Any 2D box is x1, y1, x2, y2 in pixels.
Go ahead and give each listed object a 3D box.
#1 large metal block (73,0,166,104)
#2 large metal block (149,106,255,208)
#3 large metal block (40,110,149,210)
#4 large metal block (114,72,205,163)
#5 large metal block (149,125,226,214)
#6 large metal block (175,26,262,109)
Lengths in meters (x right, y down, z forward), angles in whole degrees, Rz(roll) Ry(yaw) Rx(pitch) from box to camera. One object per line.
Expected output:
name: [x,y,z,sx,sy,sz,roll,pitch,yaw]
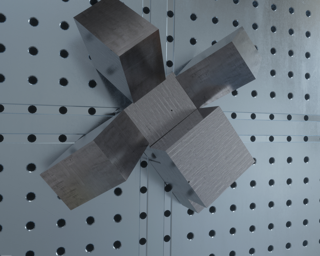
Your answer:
large metal block: [-0.042,-0.088,0.351,0.050,0.080,0.080,-40,64,-15]
large metal block: [0.049,0.031,0.363,0.080,0.050,0.080,-39,103,-17]
large metal block: [-0.068,0.033,0.342,0.080,0.080,0.050,-31,103,25]
large metal block: [0.001,-0.013,0.399,0.080,0.050,0.080,-40,103,-16]
large metal block: [0.047,0.052,0.416,0.080,0.050,0.080,-39,101,-17]
large metal block: [0.077,-0.077,0.395,0.050,0.080,0.080,54,34,-12]
